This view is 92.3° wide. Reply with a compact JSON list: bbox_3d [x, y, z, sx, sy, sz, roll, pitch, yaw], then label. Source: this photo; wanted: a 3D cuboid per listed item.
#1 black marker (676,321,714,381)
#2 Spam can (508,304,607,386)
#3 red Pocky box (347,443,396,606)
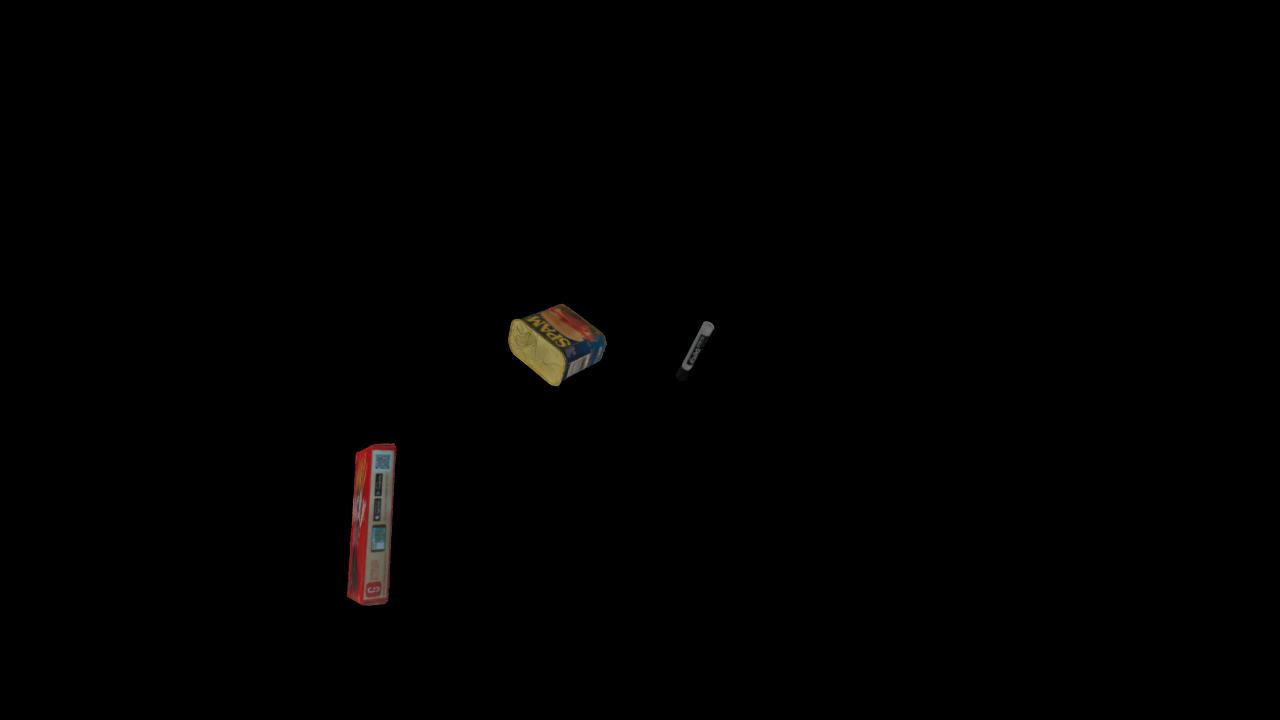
[{"bbox_3d":[0.085,-0.011,0.970,0.020,0.020,0.121,0,-44,-27],"label":"black marker"},{"bbox_3d":[-0.108,-0.023,0.814,0.101,0.058,0.085,38,39,21],"label":"Spam can"},{"bbox_3d":[-0.278,0.168,0.635,0.028,0.155,0.083,6,-17,-32],"label":"red Pocky box"}]
